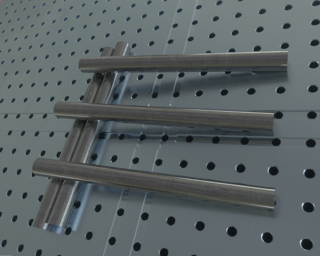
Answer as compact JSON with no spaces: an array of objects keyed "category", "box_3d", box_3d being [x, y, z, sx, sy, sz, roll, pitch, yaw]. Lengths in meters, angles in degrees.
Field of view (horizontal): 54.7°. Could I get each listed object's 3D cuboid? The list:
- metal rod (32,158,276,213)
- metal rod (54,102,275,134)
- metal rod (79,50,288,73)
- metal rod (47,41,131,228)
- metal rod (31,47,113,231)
[{"category":"metal rod","box_3d":[-0.025,0.062,0.363,0.301,0.025,0.025,4,64,22]},{"category":"metal rod","box_3d":[-0.011,-0.016,0.403,0.301,0.025,0.025,4,64,23]},{"category":"metal rod","box_3d":[0.017,-0.091,0.435,0.301,0.025,0.025,4,63,22]},{"category":"metal rod","box_3d":[-0.097,-0.006,0.460,0.025,0.025,0.300,1,62,28]},{"category":"metal rod","box_3d":[-0.121,0.001,0.468,0.025,0.025,0.300,1,62,28]}]
